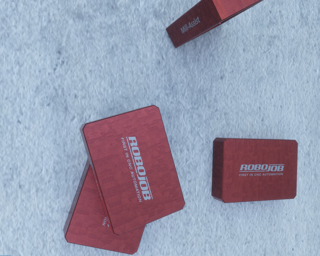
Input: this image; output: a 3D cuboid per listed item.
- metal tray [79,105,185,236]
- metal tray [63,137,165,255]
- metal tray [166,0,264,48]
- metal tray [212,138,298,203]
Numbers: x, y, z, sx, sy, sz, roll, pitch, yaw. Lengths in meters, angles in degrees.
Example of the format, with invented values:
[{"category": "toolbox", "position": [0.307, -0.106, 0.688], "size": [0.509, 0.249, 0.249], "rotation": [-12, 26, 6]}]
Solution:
[{"category": "metal tray", "position": [-0.031, 0.046, 0.363], "size": [0.091, 0.030, 0.129], "rotation": [-17, 96, -20]}, {"category": "metal tray", "position": [-0.055, 0.082, 0.387], "size": [0.091, 0.030, 0.129], "rotation": [20, 83, -19]}, {"category": "metal tray", "position": [0.072, -0.144, 0.381], "size": [0.091, 0.130, 0.030], "rotation": [-32, 101, -17]}, {"category": "metal tray", "position": [0.143, 0.061, 0.461], "size": [0.131, 0.030, 0.089], "rotation": [2, 89, -21]}]
